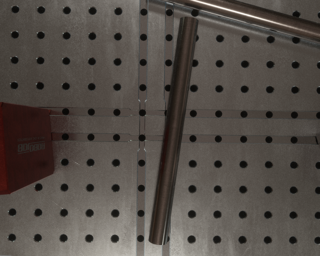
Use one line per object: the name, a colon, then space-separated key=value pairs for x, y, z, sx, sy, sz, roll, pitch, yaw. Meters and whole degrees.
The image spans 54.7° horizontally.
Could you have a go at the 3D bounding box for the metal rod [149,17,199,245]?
metal rod: x=0.018 y=0.004 z=0.413 sx=0.025 sy=0.025 sz=0.298 roll=8 pitch=90 yaw=-1

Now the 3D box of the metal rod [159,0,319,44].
metal rod: x=0.129 y=-0.150 z=0.414 sx=0.302 sy=0.025 sz=0.025 roll=15 pitch=90 yaw=-1

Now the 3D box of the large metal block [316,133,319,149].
large metal block: x=0.250 y=0.040 z=0.389 sx=0.050 sy=0.080 sz=0.080 roll=-15 pitch=90 yaw=0

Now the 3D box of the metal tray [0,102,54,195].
metal tray: x=-0.163 y=0.020 z=0.359 sx=0.030 sy=0.130 sz=0.089 roll=-5 pitch=90 yaw=0
